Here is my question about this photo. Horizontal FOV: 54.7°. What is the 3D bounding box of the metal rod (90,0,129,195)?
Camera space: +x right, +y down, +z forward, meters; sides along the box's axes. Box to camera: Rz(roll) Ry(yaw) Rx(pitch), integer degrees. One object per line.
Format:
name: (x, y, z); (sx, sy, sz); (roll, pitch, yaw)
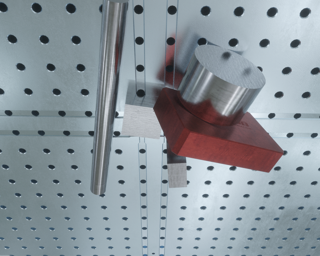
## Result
metal rod: (-0.070, -0.015, 0.397); (0.025, 0.025, 0.298); (8, 130, -7)

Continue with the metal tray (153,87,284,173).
metal tray: (0.065, 0.002, 0.354); (0.131, 0.090, 0.030); (13, 120, -25)

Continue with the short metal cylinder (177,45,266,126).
short metal cylinder: (0.065, -0.047, 0.336); (0.081, 0.080, 0.050); (15, 128, -13)

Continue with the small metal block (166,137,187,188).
small metal block: (0.024, 0.049, 0.437); (0.025, 0.050, 0.050); (-3, 130, 2)

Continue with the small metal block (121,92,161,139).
small metal block: (-0.021, -0.015, 0.399); (0.050, 0.025, 0.050); (7, 130, -7)
